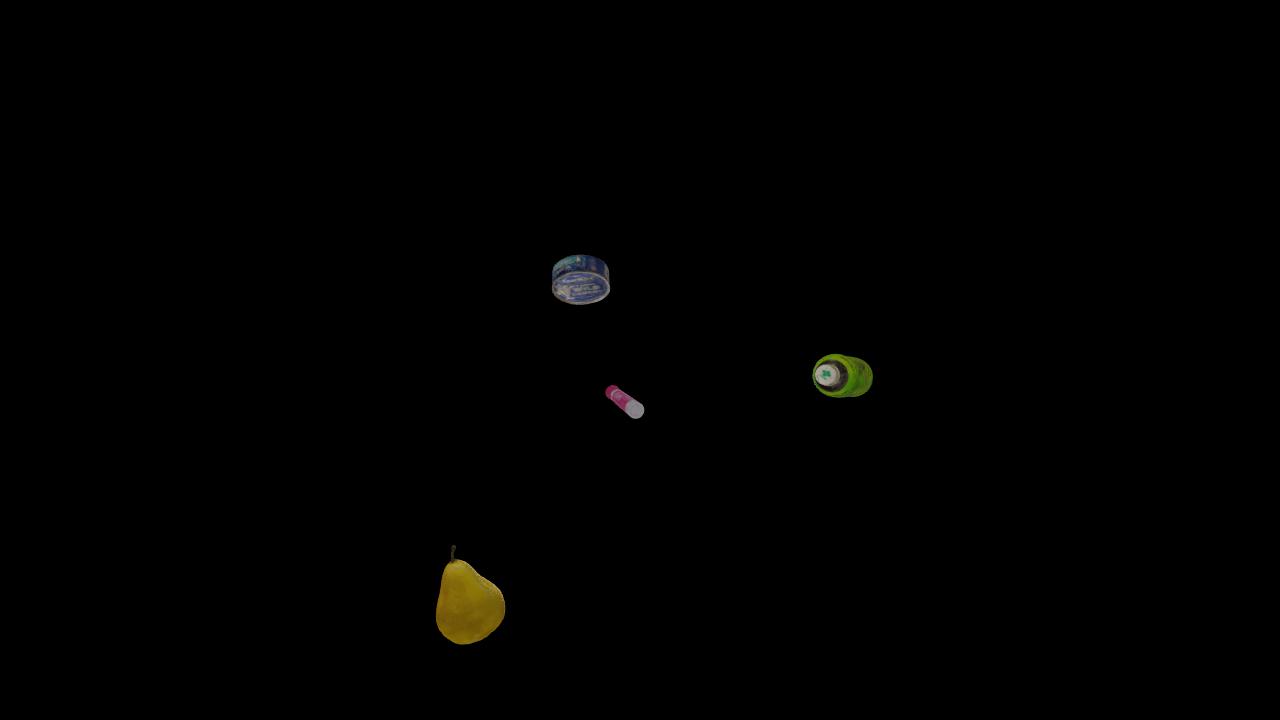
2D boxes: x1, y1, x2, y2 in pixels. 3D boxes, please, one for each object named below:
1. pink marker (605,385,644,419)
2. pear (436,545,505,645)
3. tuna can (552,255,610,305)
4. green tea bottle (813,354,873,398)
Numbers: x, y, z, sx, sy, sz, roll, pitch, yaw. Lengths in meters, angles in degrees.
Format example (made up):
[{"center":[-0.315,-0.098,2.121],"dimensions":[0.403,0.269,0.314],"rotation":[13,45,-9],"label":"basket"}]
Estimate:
[{"center":[-0.020,0.047,0.725],"dimensions":[0.020,0.020,0.121],"rotation":[0,7,-15],"label":"pink marker"},{"center":[-0.209,0.273,0.719],"dimensions":[0.080,0.111,0.080],"rotation":[-27,4,2],"label":"pear"},{"center":[-0.085,-0.116,0.890],"dimensions":[0.084,0.034,0.084],"rotation":[-3,-26,-2],"label":"tuna can"},{"center":[0.320,0.026,0.985],"dimensions":[0.073,0.073,0.212],"rotation":[0,-2,32],"label":"green tea bottle"}]
